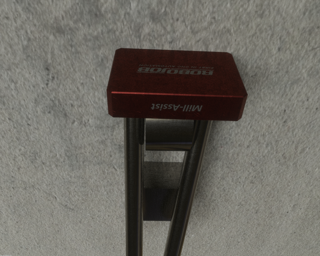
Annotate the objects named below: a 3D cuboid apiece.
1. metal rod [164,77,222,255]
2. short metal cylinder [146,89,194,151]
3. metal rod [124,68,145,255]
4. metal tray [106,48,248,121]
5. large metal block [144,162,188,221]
[{"bbox_3d":[0.037,0.073,0.410,0.025,0.025,0.298,6,115,-6],"label":"metal rod"},{"bbox_3d":[0.009,-0.013,0.363,0.050,0.080,0.079,1,130,-2],"label":"short metal cylinder"},{"bbox_3d":[-0.034,0.070,0.408,0.025,0.025,0.298,1,115,-2],"label":"metal rod"},{"bbox_3d":[0.016,-0.048,0.325,0.131,0.090,0.030,2,130,-2],"label":"metal tray"},{"bbox_3d":[0.001,0.098,0.473,0.081,0.050,0.079,1,130,-2],"label":"large metal block"}]
